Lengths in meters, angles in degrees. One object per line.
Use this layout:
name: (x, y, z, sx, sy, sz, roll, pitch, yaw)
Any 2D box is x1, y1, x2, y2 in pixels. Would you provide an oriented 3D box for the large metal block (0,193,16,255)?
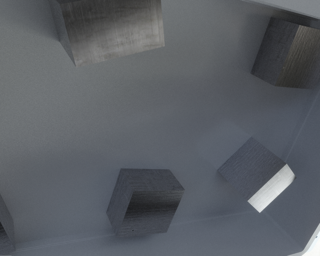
large metal block: (-0.216, 0.108, 0.341, 0.081, 0.050, 0.079, -17, 125, -19)

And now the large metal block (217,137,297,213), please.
large metal block: (0.156, 0.074, 0.504, 0.080, 0.080, 0.050, -45, 129, 3)

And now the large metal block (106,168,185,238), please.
large metal block: (-0.022, 0.106, 0.446, 0.081, 0.050, 0.079, 6, 116, -31)

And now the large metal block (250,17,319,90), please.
large metal block: (0.185, -0.102, 0.430, 0.081, 0.050, 0.079, 0, 119, -28)

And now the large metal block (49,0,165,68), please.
large metal block: (-0.051, -0.101, 0.283, 0.081, 0.080, 0.050, -19, 126, -18)
